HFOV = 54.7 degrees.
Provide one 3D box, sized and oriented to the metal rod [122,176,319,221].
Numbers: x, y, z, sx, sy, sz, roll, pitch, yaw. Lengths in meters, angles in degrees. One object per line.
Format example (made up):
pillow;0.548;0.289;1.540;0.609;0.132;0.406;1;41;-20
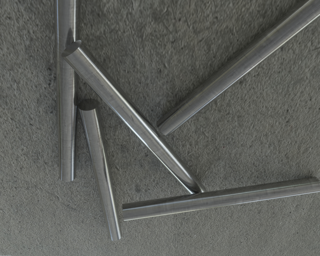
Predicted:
metal rod;0.095;0.106;0.470;0.302;0.025;0.025;-7;130;-6

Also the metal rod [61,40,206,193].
metal rod;-0.013;0.011;0.401;0.025;0.025;0.300;-24;131;19

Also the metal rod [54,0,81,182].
metal rod;-0.111;-0.040;0.371;0.025;0.025;0.298;8;130;-7

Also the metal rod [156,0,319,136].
metal rod;0.107;-0.084;0.336;0.025;0.025;0.299;35;122;-26

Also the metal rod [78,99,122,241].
metal rod;-0.085;0.085;0.478;0.025;0.025;0.298;-1;130;1
